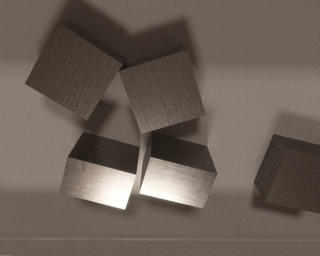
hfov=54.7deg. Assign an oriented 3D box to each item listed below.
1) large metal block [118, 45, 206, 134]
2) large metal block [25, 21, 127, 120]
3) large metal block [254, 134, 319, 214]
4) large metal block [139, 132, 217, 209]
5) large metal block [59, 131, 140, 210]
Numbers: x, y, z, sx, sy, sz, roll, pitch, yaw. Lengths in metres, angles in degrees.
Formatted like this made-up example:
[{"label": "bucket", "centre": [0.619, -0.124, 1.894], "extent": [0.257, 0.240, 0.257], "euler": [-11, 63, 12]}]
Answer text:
[{"label": "large metal block", "centre": [0.004, -0.048, 0.380], "extent": [0.080, 0.050, 0.080], "euler": [-16, 110, 5]}, {"label": "large metal block", "centre": [-0.098, -0.069, 0.371], "extent": [0.080, 0.050, 0.080], "euler": [32, 107, -12]}, {"label": "large metal block", "centre": [0.187, 0.062, 0.424], "extent": [0.081, 0.050, 0.079], "euler": [13, 110, -5]}, {"label": "large metal block", "centre": [0.021, 0.052, 0.401], "extent": [0.081, 0.080, 0.050], "euler": [15, 109, -6]}, {"label": "large metal block", "centre": [-0.074, 0.052, 0.400], "extent": [0.080, 0.080, 0.050], "euler": [16, 109, -6]}]
